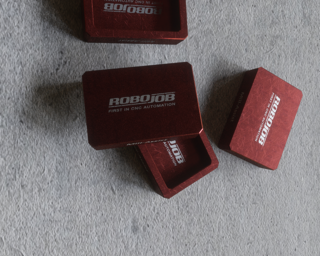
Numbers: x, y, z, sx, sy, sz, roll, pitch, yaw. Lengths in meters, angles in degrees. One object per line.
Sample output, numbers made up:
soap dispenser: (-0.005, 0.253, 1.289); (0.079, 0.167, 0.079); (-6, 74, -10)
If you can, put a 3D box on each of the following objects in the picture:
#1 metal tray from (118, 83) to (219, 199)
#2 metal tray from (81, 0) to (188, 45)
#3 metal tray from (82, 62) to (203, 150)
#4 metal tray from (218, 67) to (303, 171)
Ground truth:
metal tray: (0.012, 0.015, 0.410); (0.091, 0.030, 0.129); (-29, 100, -18)
metal tray: (-0.032, -0.155, 0.393); (0.131, 0.030, 0.089); (-4, 92, -20)
metal tray: (-0.022, -0.027, 0.372); (0.131, 0.030, 0.090); (-7, 78, -7)
metal tray: (0.151, -0.013, 0.462); (0.090, 0.030, 0.130); (25, 82, -19)
